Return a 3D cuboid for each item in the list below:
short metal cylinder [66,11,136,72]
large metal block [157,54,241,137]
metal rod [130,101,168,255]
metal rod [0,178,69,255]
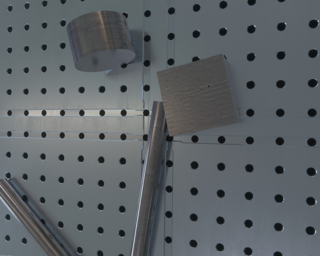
[{"bbox_3d":[-0.078,-0.112,0.411,0.080,0.080,0.050,-16,85,19],"label":"short metal cylinder"},{"bbox_3d":[0.049,-0.037,0.382,0.080,0.050,0.080,-12,86,19],"label":"large metal block"},{"bbox_3d":[-0.019,0.113,0.419,0.025,0.025,0.298,10,93,19],"label":"metal rod"},{"bbox_3d":[-0.156,0.191,0.467,0.300,0.025,0.025,44,104,14],"label":"metal rod"}]
